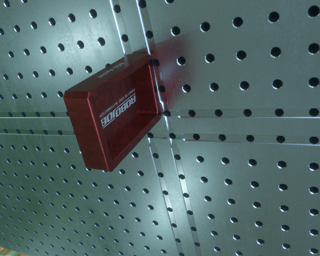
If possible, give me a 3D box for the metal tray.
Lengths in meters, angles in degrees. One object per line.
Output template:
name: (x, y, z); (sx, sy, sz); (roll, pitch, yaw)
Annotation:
metal tray: (-0.044, -0.023, 0.353); (0.030, 0.131, 0.090); (4, 120, 26)
